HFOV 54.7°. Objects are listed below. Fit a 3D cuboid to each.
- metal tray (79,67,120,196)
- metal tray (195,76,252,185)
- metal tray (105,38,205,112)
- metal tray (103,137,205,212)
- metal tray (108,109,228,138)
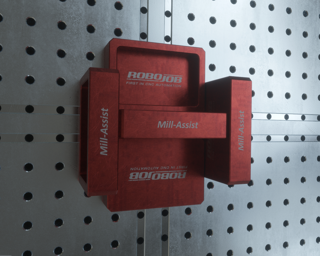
[{"bbox_3d":[-0.072,0.004,0.352,0.030,0.090,0.129,1,90,-20],"label":"metal tray"},{"bbox_3d":[0.081,0.003,0.409,0.030,0.090,0.129,1,90,-20],"label":"metal tray"},{"bbox_3d":[-0.005,-0.064,0.409,0.131,0.030,0.089,1,90,-21],"label":"metal tray"},{"bbox_3d":[-0.006,0.057,0.407,0.131,0.030,0.089,1,90,-21],"label":"metal tray"},{"bbox_3d":[0.004,-0.004,0.379,0.131,0.090,0.030,1,90,-20],"label":"metal tray"}]
